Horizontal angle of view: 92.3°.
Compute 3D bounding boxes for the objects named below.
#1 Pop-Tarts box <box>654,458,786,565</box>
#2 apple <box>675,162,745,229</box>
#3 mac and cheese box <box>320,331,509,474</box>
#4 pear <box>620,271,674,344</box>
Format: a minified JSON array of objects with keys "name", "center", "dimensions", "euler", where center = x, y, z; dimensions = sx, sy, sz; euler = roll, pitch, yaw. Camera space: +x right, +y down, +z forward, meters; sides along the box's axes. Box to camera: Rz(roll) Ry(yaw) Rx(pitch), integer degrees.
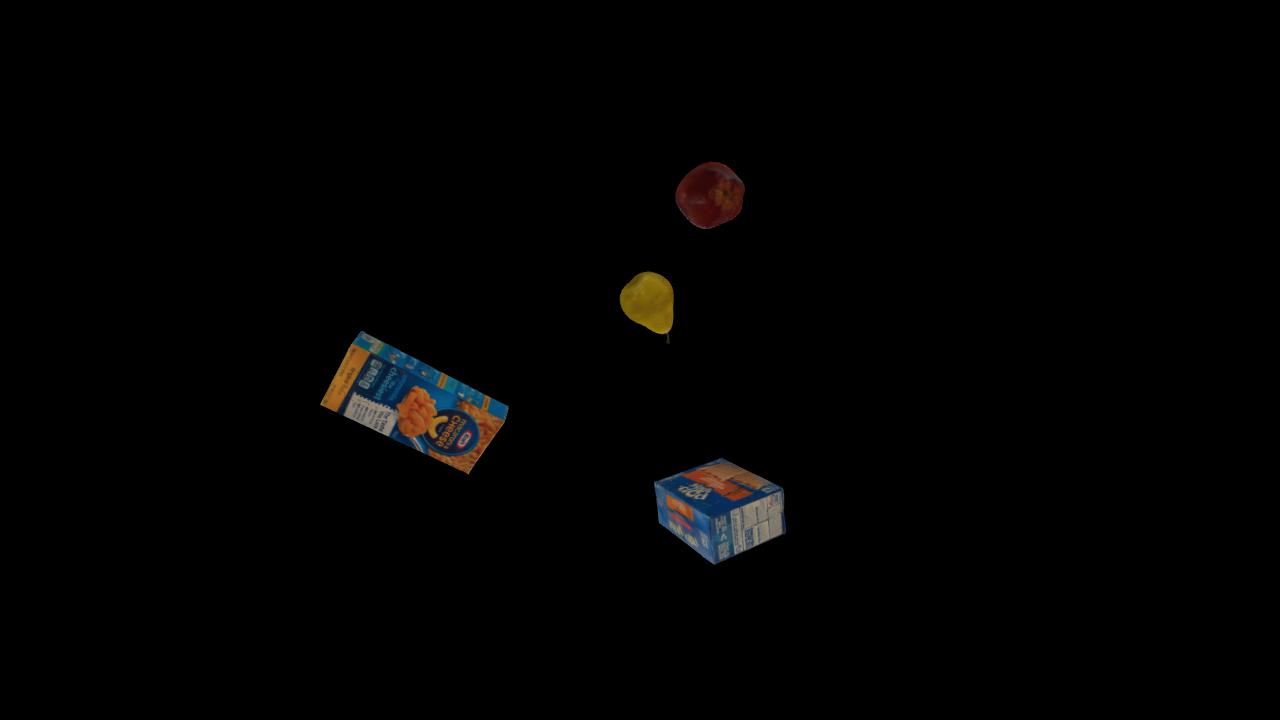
[{"name":"Pop-Tarts box","center":[0.126,0.236,0.991],"dimensions":[0.141,0.083,0.167],"euler":[-15,14,-25]},{"name":"apple","center":[0.083,-0.196,0.732],"dimensions":[0.079,0.079,0.093],"euler":[0,17,-18]},{"name":"mac and cheese box","center":[-0.255,0.052,0.706],"dimensions":[0.184,0.093,0.041],"euler":[30,20,-18]},{"name":"pear","center":[0.025,-0.075,0.911],"dimensions":[0.111,0.080,0.080],"euler":[47,-22,-22]}]
